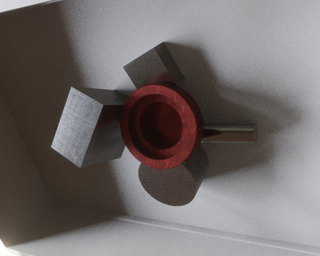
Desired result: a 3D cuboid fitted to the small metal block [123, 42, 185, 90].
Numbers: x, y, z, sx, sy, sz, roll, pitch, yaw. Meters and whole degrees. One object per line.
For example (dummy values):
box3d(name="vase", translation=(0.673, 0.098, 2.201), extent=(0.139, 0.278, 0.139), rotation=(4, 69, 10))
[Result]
box3d(name="small metal block", translation=(-0.007, -0.066, 0.369), extent=(0.050, 0.025, 0.050), rotation=(-23, 107, 36))

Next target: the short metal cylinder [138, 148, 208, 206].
box3d(name="short metal cylinder", translation=(0.018, 0.057, 0.413), extent=(0.080, 0.050, 0.079), rotation=(13, 124, 20))

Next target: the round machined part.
box3d(name="round machined part", translation=(0.005, -0.004, 0.364), extent=(0.098, 0.042, 0.097), rotation=(6, 104, 27))

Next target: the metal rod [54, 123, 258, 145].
box3d(name="metal rod", translation=(-0.025, 0.006, 0.420), extent=(0.300, 0.025, 0.025), rotation=(0, 119, 27))

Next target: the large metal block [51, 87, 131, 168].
box3d(name="large metal block", translation=(-0.078, -0.003, 0.390), extent=(0.050, 0.080, 0.079), rotation=(30, 106, 23))
